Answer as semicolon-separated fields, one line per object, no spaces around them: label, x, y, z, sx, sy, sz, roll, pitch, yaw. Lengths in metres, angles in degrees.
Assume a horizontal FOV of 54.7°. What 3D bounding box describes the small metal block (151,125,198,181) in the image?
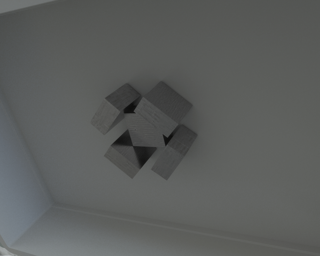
small metal block;0.019;0.031;0.399;0.025;0.050;0.050;34;128;4

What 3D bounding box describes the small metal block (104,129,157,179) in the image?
small metal block;-0.041;0.034;0.433;0.050;0.050;0.025;39;130;2

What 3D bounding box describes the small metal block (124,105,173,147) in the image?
small metal block;-0.015;-0.003;0.412;0.050;0.025;0.050;1;119;28

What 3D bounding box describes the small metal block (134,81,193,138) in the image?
small metal block;0.005;-0.024;0.372;0.050;0.050;0.025;38;128;1

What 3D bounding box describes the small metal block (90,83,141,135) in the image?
small metal block;-0.058;-0.025;0.405;0.025;0.050;0.050;41;130;1
